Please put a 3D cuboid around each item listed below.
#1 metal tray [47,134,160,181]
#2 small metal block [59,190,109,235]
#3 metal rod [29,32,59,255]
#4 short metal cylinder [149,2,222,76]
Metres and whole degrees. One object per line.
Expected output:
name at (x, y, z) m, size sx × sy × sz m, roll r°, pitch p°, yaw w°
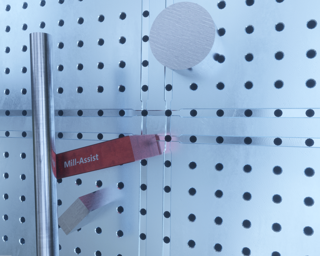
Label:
metal tray at (-0.077, 0.038, 0.404) m, size 0.130 × 0.090 × 0.030 m, roll -15°, pitch 85°, yaw 19°
small metal block at (-0.108, 0.118, 0.436) m, size 0.050 × 0.050 × 0.025 m, roll -46°, pitch 76°, yaw 14°
metal rod at (-0.134, 0.040, 0.361) m, size 0.025 × 0.025 × 0.298 m, roll -2°, pitch 89°, yaw 19°
short metal cylinder at (0.033, -0.108, 0.387) m, size 0.080 × 0.050 × 0.079 m, roll 0°, pitch 90°, yaw 19°
